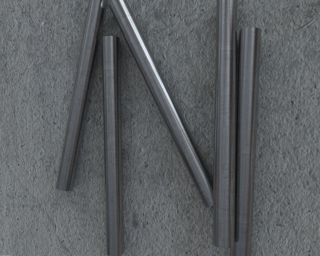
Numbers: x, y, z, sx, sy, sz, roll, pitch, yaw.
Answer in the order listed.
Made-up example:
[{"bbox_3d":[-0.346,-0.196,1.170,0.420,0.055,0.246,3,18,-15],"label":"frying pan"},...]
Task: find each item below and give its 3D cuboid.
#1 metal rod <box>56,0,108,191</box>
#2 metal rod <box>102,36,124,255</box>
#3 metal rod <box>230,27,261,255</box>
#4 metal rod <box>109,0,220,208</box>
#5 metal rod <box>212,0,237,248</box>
[{"bbox_3d":[-0.112,-0.057,0.448,0.025,0.025,0.298,13,94,19],"label":"metal rod"},{"bbox_3d":[-0.065,0.024,0.431,0.025,0.025,0.298,-1,90,20],"label":"metal rod"},{"bbox_3d":[0.102,0.032,0.372,0.025,0.025,0.298,3,91,20],"label":"metal rod"},{"bbox_3d":[0.004,-0.040,0.407,0.025,0.025,0.299,-28,81,18],"label":"metal rod"},{"bbox_3d":[0.078,-0.013,0.369,0.025,0.025,0.298,0,86,20],"label":"metal rod"}]
